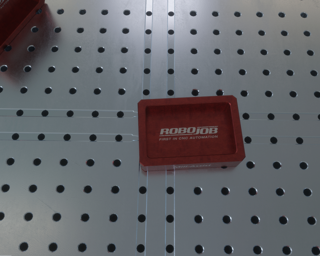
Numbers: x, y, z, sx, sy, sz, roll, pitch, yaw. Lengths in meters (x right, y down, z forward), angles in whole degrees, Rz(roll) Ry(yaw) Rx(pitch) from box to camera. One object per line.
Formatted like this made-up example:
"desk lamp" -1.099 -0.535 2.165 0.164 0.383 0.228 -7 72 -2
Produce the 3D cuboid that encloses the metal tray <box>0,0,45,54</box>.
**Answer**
"metal tray" -0.227 -0.172 0.439 0.030 0.090 0.130 28 72 10

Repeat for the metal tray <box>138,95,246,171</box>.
"metal tray" 0.038 0.006 0.406 0.131 0.030 0.090 -3 70 -1

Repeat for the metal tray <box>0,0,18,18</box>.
"metal tray" -0.276 -0.179 0.441 0.030 0.090 0.130 35 74 12
